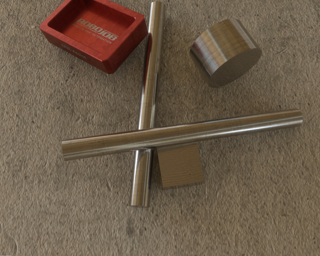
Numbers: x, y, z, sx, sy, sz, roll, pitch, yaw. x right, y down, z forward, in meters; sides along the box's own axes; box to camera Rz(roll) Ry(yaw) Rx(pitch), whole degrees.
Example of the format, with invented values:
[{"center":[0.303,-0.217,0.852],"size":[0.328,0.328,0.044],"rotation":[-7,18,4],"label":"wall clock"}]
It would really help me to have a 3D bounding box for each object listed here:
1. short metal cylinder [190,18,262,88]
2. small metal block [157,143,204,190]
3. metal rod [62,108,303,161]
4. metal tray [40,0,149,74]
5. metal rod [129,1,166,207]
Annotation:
[{"center":[0.087,-0.098,0.415],"size":[0.080,0.080,0.050],"rotation":[-26,72,-9],"label":"short metal cylinder"},{"center":[0.025,0.048,0.390],"size":[0.050,0.025,0.050],"rotation":[-8,70,-3],"label":"small metal block"},{"center":[0.036,0.006,0.386],"size":[0.302,0.025,0.025],"rotation":[-8,70,-11],"label":"metal rod"},{"center":[-0.094,-0.141,0.443],"size":[0.130,0.030,0.090],"rotation":[30,72,22],"label":"metal tray"},{"center":[-0.014,-0.045,0.424],"size":[0.025,0.025,0.299],"rotation":[4,70,1],"label":"metal rod"}]
